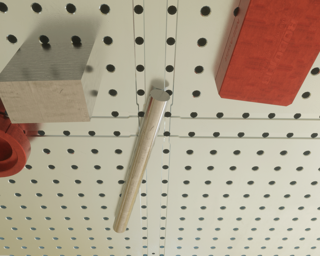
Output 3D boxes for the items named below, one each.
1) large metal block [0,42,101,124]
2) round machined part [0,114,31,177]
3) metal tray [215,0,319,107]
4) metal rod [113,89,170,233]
[{"bbox_3d":[-0.112,-0.050,0.331,0.081,0.080,0.050,-1,130,0],"label":"large metal block"},{"bbox_3d":[-0.223,0.018,0.413,0.099,0.042,0.097,0,130,0],"label":"round machined part"},{"bbox_3d":[0.122,-0.088,0.335,0.091,0.030,0.129,7,130,-6],"label":"metal tray"},{"bbox_3d":[-0.037,0.070,0.470,0.025,0.025,0.298,11,129,-10],"label":"metal rod"}]
